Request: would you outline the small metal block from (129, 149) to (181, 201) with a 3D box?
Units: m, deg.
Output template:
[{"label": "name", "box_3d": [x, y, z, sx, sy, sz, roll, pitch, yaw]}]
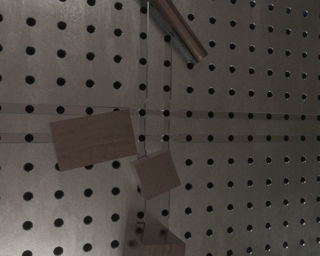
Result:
[{"label": "small metal block", "box_3d": [-0.006, 0.061, 0.411, 0.050, 0.025, 0.050, -22, 98, -19]}]

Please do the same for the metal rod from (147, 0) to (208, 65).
[{"label": "metal rod", "box_3d": [-0.034, -0.210, 0.400, 0.025, 0.025, 0.300, -42, 104, -15]}]

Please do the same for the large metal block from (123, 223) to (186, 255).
[{"label": "large metal block", "box_3d": [-0.012, 0.169, 0.380, 0.050, 0.080, 0.080, 7, 88, -20]}]

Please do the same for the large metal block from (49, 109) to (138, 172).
[{"label": "large metal block", "box_3d": [-0.079, 0.011, 0.355, 0.081, 0.080, 0.050, -11, 94, -20]}]
